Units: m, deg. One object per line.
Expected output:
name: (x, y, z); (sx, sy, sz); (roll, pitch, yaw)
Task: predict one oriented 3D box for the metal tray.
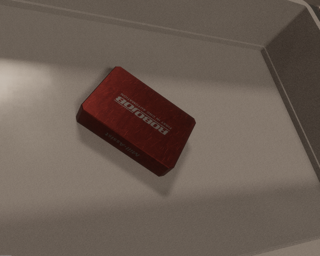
metal tray: (-0.027, -0.010, 0.396); (0.130, 0.030, 0.090); (35, 51, -6)
